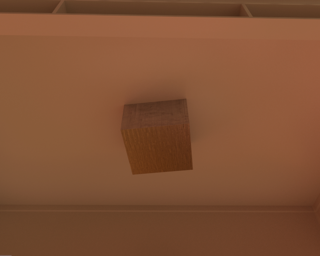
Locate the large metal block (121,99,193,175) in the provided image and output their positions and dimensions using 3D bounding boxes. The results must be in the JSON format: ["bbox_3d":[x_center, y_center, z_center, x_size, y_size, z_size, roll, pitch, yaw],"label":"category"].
[{"bbox_3d":[-0.001,0.012,0.403,0.080,0.050,0.080,-5,130,4],"label":"large metal block"}]
